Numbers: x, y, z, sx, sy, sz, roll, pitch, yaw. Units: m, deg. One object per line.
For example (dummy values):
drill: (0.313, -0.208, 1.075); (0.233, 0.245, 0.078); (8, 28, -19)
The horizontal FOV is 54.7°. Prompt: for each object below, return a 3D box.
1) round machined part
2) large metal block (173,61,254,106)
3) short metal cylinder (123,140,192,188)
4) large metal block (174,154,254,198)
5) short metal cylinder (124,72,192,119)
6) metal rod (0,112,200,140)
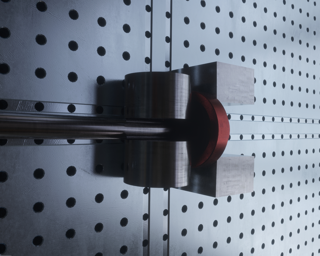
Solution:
round machined part: (0.051, 0.002, 0.404); (0.042, 0.098, 0.097); (1, 90, -40)
large metal block: (0.075, -0.058, 0.437); (0.081, 0.080, 0.050); (0, 91, -40)
short metal cylinder: (-0.003, 0.039, 0.370); (0.081, 0.080, 0.050); (2, 90, -40)
large metal block: (0.074, 0.062, 0.437); (0.081, 0.080, 0.050); (3, 88, -40)
short metal cylinder: (-0.002, -0.036, 0.371); (0.081, 0.080, 0.050); (1, 90, -40)
metal rod: (-0.076, 0.000, 0.330); (0.302, 0.025, 0.025); (2, 89, -36)
